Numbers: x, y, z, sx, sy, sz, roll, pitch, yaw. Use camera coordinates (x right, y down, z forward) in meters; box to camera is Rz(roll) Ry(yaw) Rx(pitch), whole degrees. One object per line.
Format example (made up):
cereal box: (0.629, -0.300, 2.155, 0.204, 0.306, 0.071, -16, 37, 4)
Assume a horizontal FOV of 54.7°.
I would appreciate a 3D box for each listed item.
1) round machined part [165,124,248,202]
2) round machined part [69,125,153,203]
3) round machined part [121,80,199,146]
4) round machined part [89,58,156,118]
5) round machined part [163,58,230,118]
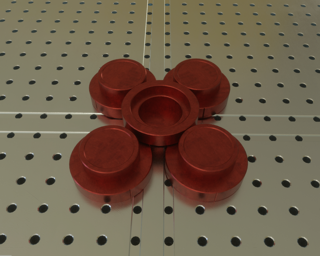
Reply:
round machined part: (0.055, 0.034, 0.368, 0.099, 0.042, 0.098, 0, 50, 0)
round machined part: (-0.058, 0.035, 0.367, 0.099, 0.042, 0.098, 0, 50, 0)
round machined part: (0.001, -0.015, 0.407, 0.099, 0.042, 0.098, 0, 50, 0)
round machined part: (-0.053, -0.063, 0.448, 0.099, 0.042, 0.098, 0, 50, 0)
round machined part: (0.053, -0.064, 0.450, 0.099, 0.042, 0.098, 0, 50, 0)
